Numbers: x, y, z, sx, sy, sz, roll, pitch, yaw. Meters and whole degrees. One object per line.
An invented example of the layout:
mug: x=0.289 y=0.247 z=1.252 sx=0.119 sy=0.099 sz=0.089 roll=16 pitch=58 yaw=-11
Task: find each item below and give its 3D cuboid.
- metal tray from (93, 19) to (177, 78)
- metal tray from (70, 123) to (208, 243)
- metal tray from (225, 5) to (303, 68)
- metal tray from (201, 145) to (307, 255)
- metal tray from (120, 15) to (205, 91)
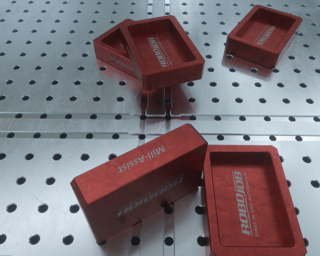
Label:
metal tray: x=-0.033 y=-0.129 z=0.511 sx=0.130 sy=0.030 sz=0.090 roll=30 pitch=56 yaw=22
metal tray: x=-0.016 y=0.057 z=0.317 sx=0.131 sy=0.089 sz=0.030 roll=-25 pitch=55 yaw=-20
metal tray: x=0.184 y=-0.165 z=0.545 sx=0.090 sy=0.030 sz=0.131 roll=27 pitch=55 yaw=20
metal tray: x=0.093 y=0.079 z=0.339 sx=0.091 sy=0.030 sz=0.130 roll=1 pitch=50 yaw=0
metal tray: x=0.000 y=-0.116 z=0.462 sx=0.091 sy=0.030 sz=0.130 roll=-14 pitch=52 yaw=-12
